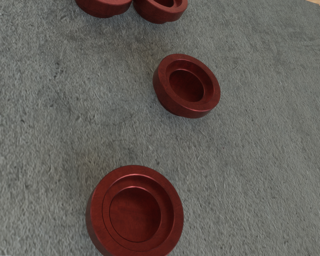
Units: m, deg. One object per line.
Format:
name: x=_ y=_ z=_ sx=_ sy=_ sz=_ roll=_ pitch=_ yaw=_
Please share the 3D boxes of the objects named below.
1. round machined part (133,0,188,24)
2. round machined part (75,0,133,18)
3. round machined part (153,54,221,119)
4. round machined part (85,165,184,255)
round machined part: x=-0.006 y=-0.214 z=0.519 sx=0.099 sy=0.042 sz=0.098 roll=15 pitch=55 yaw=-22
round machined part: x=-0.091 y=-0.206 z=0.470 sx=0.099 sy=0.042 sz=0.098 roll=13 pitch=56 yaw=-21
round machined part: x=0.034 y=-0.055 z=0.445 sx=0.099 sy=0.042 sz=0.098 roll=14 pitch=56 yaw=-21
round machined part: x=-0.028 y=0.092 z=0.322 sx=0.099 sy=0.042 sz=0.098 roll=14 pitch=56 yaw=-21
